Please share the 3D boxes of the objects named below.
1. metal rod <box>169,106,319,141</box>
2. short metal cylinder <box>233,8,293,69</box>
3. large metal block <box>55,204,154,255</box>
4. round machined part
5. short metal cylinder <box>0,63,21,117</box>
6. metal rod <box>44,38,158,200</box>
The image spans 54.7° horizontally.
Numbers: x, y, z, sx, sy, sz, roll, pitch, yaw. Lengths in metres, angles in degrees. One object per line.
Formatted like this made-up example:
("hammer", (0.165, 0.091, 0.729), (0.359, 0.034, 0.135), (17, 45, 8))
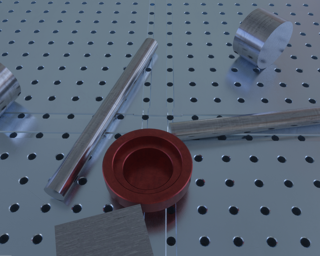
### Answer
("metal rod", (0.163, -0.011, 0.417), (0.302, 0.025, 0.025), (-6, 50, -6))
("short metal cylinder", (0.163, -0.142, 0.492), (0.080, 0.080, 0.050), (-32, 57, -24))
("large metal block", (-0.047, 0.126, 0.285), (0.081, 0.050, 0.080), (-12, 51, -10))
("round machined part", (-0.013, 0.051, 0.354), (0.099, 0.042, 0.098), (0, 50, 0))
("short metal cylinder", (-0.238, -0.053, 0.414), (0.080, 0.080, 0.050), (15, 52, 12))
("metal rod", (-0.066, -0.034, 0.435), (0.025, 0.025, 0.301), (16, 52, 13))
